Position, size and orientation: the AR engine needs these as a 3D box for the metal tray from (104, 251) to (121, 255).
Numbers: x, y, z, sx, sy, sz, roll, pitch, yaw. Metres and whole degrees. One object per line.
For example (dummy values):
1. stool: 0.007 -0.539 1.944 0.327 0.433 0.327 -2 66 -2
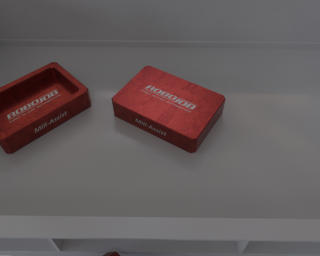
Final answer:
1. metal tray: -0.035 0.164 0.208 0.090 0.129 0.030 33 18 24

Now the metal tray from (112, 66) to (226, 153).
1. metal tray: 0.012 -0.031 0.427 0.130 0.030 0.090 26 54 20

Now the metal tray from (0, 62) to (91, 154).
1. metal tray: -0.174 -0.033 0.428 0.131 0.030 0.090 -36 59 -27
